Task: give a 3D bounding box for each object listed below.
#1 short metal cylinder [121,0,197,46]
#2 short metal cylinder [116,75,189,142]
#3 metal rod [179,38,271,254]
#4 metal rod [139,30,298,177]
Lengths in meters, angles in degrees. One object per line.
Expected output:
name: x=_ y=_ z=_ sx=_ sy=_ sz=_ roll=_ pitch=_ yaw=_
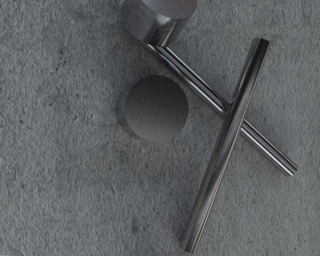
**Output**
short metal cylinder: x=-0.002 y=-0.148 z=0.379 sx=0.081 sy=0.050 sz=0.080 roll=10 pitch=62 yaw=-20
short metal cylinder: x=-0.011 y=-0.023 z=0.392 sx=0.081 sy=0.050 sz=0.079 roll=0 pitch=90 yaw=-20
metal rod: x=0.088 y=0.025 z=0.420 sx=0.025 sy=0.025 sz=0.298 roll=19 pitch=91 yaw=-19
metal rod: x=0.093 y=-0.026 z=0.443 sx=0.301 sy=0.025 sz=0.025 roll=40 pitch=78 yaw=-16
